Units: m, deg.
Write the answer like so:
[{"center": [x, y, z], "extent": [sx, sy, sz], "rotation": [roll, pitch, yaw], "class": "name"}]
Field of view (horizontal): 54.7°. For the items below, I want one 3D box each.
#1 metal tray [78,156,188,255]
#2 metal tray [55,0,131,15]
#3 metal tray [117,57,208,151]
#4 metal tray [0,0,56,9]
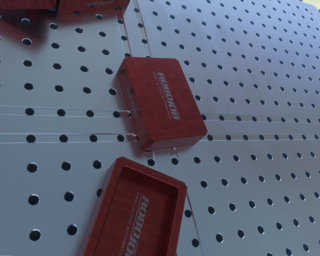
[{"center": [-0.026, 0.105, 0.327], "extent": [0.090, 0.030, 0.130], "rotation": [25, 53, -13], "class": "metal tray"}, {"center": [-0.116, -0.228, 0.482], "extent": [0.131, 0.030, 0.090], "rotation": [-25, 76, -37], "class": "metal tray"}, {"center": [0.002, -0.038, 0.431], "extent": [0.091, 0.030, 0.130], "rotation": [-6, 65, -31], "class": "metal tray"}, {"center": [-0.183, -0.216, 0.415], "extent": [0.091, 0.030, 0.130], "rotation": [-2, 62, -3], "class": "metal tray"}]
